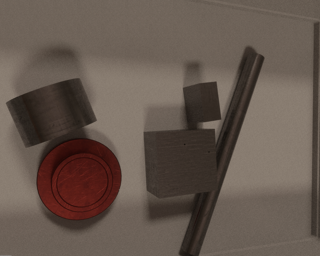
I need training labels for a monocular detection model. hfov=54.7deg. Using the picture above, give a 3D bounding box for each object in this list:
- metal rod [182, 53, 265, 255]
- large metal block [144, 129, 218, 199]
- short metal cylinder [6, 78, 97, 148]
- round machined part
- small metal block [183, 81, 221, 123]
[{"bbox_3d":[0.093,0.032,0.446,0.025,0.025,0.299,23,82,-19],"label":"metal rod"},{"bbox_3d":[0.026,0.043,0.408,0.081,0.050,0.079,-3,91,-20],"label":"large metal block"},{"bbox_3d":[-0.116,-0.017,0.339,0.081,0.080,0.050,-23,98,-19],"label":"short metal cylinder"},{"bbox_3d":[-0.094,0.061,0.368,0.099,0.042,0.097,0,90,-21],"label":"round machined part"},{"bbox_3d":[0.056,-0.034,0.419,0.025,0.050,0.050,-9,93,-20],"label":"small metal block"}]
